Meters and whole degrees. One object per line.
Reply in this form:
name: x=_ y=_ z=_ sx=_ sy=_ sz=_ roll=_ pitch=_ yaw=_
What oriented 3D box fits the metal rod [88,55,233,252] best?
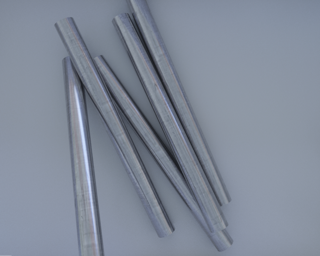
metal rod: x=0.001 y=0.033 z=0.411 sx=0.025 sy=0.025 sz=0.299 roll=-35 pitch=90 yaw=0

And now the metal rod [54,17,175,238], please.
metal rod: x=-0.055 y=0.004 z=0.396 sx=0.025 sy=0.025 sz=0.299 roll=-25 pitch=96 yaw=0

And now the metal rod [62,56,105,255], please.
metal rod: x=-0.088 y=0.045 z=0.352 sx=0.025 sy=0.025 sz=0.299 roll=-13 pitch=66 yaw=0

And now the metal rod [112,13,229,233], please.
metal rod: x=0.011 y=-0.010 z=0.398 sx=0.025 sy=0.025 sz=0.299 roll=-25 pitch=85 yaw=0

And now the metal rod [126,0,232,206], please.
metal rod: x=0.024 y=-0.038 z=0.411 sx=0.025 sy=0.025 sz=0.299 roll=-23 pitch=90 yaw=0
